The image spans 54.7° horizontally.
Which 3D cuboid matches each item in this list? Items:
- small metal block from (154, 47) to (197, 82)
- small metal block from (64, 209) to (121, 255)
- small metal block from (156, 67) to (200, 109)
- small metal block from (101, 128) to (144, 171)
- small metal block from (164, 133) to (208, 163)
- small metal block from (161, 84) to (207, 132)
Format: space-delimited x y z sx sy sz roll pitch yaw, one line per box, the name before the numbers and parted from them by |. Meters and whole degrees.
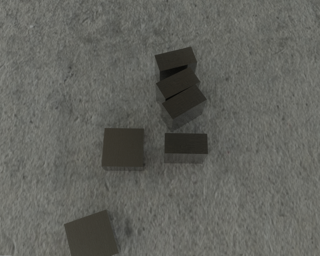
small metal block | 0.020 -0.082 0.425 0.050 0.050 0.025 -15 71 -6
small metal block | -0.078 0.129 0.360 0.050 0.025 0.050 -18 71 -7
small metal block | 0.023 -0.049 0.413 0.050 0.050 0.025 -27 73 -10
small metal block | -0.046 0.028 0.397 0.050 0.025 0.050 1 70 0
small metal block | 0.031 0.026 0.386 0.050 0.050 0.025 1 70 0
small metal block | 0.030 -0.024 0.404 0.050 0.050 0.025 -31 73 -11
